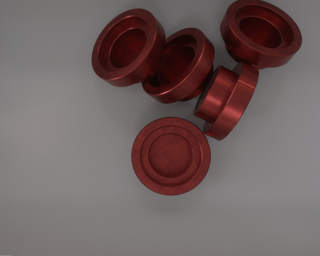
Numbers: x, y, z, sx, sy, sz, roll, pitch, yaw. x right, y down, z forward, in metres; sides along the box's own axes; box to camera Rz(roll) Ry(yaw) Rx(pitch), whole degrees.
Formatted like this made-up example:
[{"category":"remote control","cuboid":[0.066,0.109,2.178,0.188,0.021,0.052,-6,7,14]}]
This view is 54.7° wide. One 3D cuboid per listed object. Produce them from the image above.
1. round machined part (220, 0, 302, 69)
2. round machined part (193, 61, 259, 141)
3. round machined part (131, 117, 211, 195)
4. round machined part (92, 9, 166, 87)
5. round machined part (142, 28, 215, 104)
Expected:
[{"category":"round machined part","cuboid":[0.121,-0.113,0.389,0.099,0.042,0.098,7,58,-11]},{"category":"round machined part","cuboid":[0.074,-0.037,0.375,0.042,0.098,0.098,26,90,-2]},{"category":"round machined part","cuboid":[0.014,0.035,0.403,0.099,0.042,0.097,0,90,0]},{"category":"round machined part","cuboid":[-0.034,-0.094,0.386,0.098,0.042,0.098,-14,63,29]},{"category":"round machined part","cuboid":[0.027,-0.072,0.385,0.042,0.098,0.098,35,90,-37]}]
